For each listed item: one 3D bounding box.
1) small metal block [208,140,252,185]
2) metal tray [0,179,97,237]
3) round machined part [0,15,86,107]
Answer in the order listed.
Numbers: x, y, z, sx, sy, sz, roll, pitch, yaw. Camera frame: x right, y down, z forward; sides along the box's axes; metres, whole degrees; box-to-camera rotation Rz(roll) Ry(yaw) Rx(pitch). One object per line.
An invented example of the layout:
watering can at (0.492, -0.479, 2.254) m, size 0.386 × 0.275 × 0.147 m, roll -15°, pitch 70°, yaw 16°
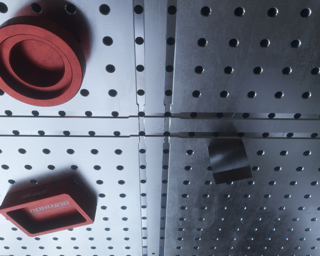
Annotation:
small metal block at (0.098, 0.048, 0.438) m, size 0.050 × 0.050 × 0.025 m, roll -13°, pitch 129°, yaw 11°
metal tray at (-0.186, 0.137, 0.522) m, size 0.130 × 0.030 × 0.090 m, roll -16°, pitch 129°, yaw 12°
round machined part at (-0.130, -0.074, 0.335) m, size 0.099 × 0.042 × 0.097 m, roll -1°, pitch 130°, yaw 0°
